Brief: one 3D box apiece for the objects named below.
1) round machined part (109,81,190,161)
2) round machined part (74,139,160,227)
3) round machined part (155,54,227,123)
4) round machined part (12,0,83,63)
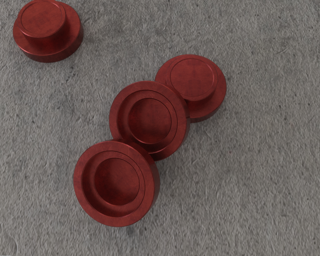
[{"bbox_3d":[-0.010,-0.010,0.387,0.098,0.042,0.097,2,98,17],"label":"round machined part"},{"bbox_3d":[-0.047,0.061,0.362,0.098,0.042,0.097,2,96,16],"label":"round machined part"},{"bbox_3d":[0.042,-0.059,0.421,0.099,0.042,0.098,0,70,0],"label":"round machined part"},{"bbox_3d":[-0.166,-0.148,0.452,0.099,0.042,0.098,0,70,0],"label":"round machined part"}]
